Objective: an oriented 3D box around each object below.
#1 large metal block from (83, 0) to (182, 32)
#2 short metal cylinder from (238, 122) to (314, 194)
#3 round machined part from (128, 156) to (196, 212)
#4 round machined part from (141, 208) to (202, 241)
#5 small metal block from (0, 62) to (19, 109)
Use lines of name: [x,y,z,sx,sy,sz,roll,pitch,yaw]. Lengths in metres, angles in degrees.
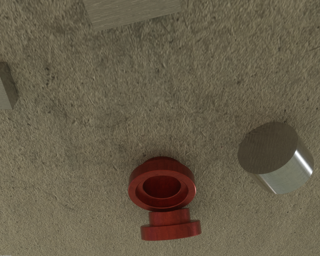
large metal block: [-0.030,-0.140,0.271,0.080,0.050,0.080,-11,130,8]
short metal cylinder: [0.151,0.039,0.407,0.080,0.080,0.050,-31,124,23]
round machined part: [0.003,0.080,0.465,0.099,0.042,0.097,-1,130,0]
round machined part: [0.017,0.156,0.509,0.099,0.042,0.098,-6,166,-1]
small metal block: [-0.201,-0.049,0.362,0.050,0.025,0.050,0,130,-1]
